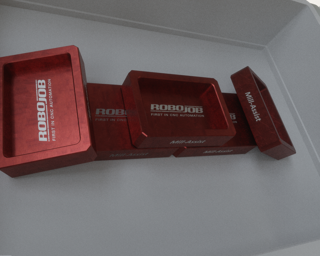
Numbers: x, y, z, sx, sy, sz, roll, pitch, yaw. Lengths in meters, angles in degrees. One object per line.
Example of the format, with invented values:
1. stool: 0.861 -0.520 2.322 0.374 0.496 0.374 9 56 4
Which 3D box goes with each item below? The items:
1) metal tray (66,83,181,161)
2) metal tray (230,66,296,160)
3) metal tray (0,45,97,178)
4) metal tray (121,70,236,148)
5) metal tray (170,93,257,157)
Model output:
1. metal tray: -0.046 -0.008 0.382 0.131 0.030 0.090 0 62 -28
2. metal tray: 0.158 -0.021 0.473 0.090 0.030 0.130 21 48 -52
3. metal tray: -0.121 -0.021 0.325 0.091 0.030 0.130 -11 65 -5
4. metal tray: 0.024 -0.023 0.388 0.131 0.030 0.090 0 61 -28
5. metal tray: 0.070 -0.007 0.443 0.131 0.030 0.090 0 62 -28
